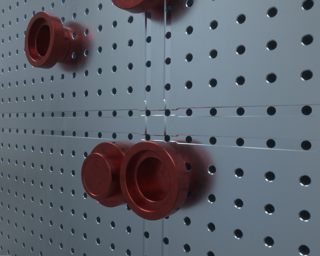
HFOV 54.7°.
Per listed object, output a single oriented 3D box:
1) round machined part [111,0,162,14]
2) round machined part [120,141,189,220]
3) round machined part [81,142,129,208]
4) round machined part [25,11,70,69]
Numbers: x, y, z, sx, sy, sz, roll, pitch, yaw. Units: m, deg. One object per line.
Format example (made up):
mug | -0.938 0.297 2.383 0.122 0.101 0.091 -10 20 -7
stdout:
round machined part | -0.023 -0.203 0.415 0.098 0.042 0.097 0 90 39
round machined part | -0.003 0.065 0.399 0.098 0.042 0.097 0 90 39
round machined part | -0.080 0.070 0.462 0.098 0.042 0.097 0 90 39
round machined part | -0.200 -0.156 0.560 0.098 0.042 0.097 0 90 39
